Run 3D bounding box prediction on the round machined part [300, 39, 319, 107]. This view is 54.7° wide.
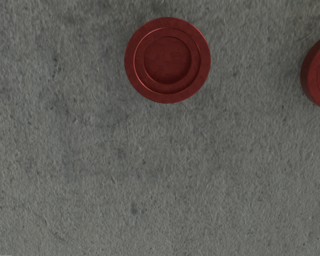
[{"bbox_3d":[0.220,-0.070,0.378,0.099,0.042,0.097,0,110,-1],"label":"round machined part"}]

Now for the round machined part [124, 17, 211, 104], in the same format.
[{"bbox_3d":[0.009,-0.081,0.371,0.099,0.042,0.097,0,110,-1],"label":"round machined part"}]
